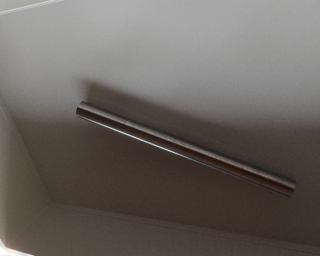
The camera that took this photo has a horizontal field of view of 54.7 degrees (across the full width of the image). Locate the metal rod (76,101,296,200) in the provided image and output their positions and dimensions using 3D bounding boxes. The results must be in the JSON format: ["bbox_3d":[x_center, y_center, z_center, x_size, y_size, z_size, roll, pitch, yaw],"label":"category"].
[{"bbox_3d":[0.022,0.023,0.410,0.301,0.025,0.025,20,126,15],"label":"metal rod"}]
